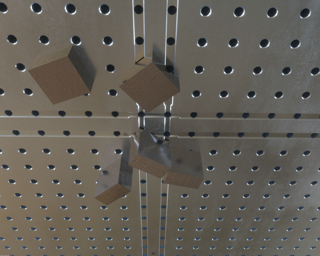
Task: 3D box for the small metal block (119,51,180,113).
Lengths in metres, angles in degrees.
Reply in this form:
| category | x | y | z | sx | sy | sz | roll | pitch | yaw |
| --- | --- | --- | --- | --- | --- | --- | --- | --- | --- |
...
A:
| category | x | y | z | sx | sy | sz | roll | pitch | yaw |
| --- | --- | --- | --- | --- | --- | --- | --- | --- | --- |
| small metal block | -0.012 | -0.053 | 0.366 | 0.050 | 0.025 | 0.050 | -32 | 124 | 24 |

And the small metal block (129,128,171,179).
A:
| category | x | y | z | sx | sy | sz | roll | pitch | yaw |
| --- | --- | --- | --- | --- | --- | --- | --- | --- | --- |
| small metal block | -0.013 | 0.035 | 0.425 | 0.050 | 0.050 | 0.025 | 26 | 125 | -21 |

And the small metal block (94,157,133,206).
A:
| category | x | y | z | sx | sy | sz | roll | pitch | yaw |
| --- | --- | --- | --- | --- | --- | --- | --- | --- | --- |
| small metal block | -0.068 | 0.079 | 0.462 | 0.050 | 0.050 | 0.025 | -34 | 123 | 25 |

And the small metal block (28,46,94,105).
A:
| category | x | y | z | sx | sy | sz | roll | pitch | yaw |
| --- | --- | --- | --- | --- | --- | --- | --- | --- | --- |
| small metal block | -0.113 | -0.060 | 0.359 | 0.050 | 0.025 | 0.050 | -16 | 129 | 13 |

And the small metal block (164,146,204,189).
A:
| category | x | y | z | sx | sy | sz | roll | pitch | yaw |
| --- | --- | --- | --- | --- | --- | --- | --- | --- | --- |
| small metal block | 0.032 | 0.056 | 0.444 | 0.050 | 0.050 | 0.025 | 12 | 129 | -10 |
